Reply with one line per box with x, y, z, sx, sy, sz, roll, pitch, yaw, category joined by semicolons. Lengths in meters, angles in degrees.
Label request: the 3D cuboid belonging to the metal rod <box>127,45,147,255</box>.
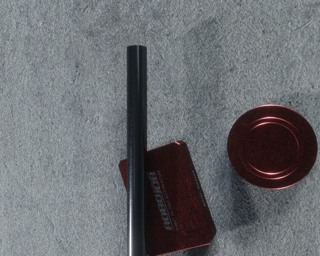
-0.028;0.049;0.385;0.025;0.025;0.298;0;90;19;metal rod

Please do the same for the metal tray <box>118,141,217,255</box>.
0.009;0.091;0.403;0.090;0.030;0.129;-21;83;18;metal tray

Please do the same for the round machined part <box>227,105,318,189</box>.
0.127;0.022;0.355;0.098;0.042;0.097;0;90;19;round machined part
